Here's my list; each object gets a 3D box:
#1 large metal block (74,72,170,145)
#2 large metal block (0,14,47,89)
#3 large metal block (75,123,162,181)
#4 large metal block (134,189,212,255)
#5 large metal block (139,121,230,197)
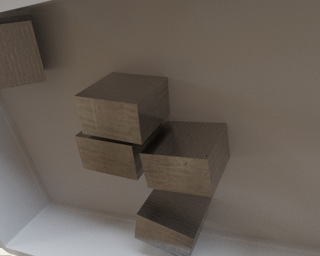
[{"bbox_3d":[-0.042,-0.028,0.376,0.080,0.080,0.050,9,122,23],"label":"large metal block"},{"bbox_3d":[-0.203,-0.099,0.408,0.050,0.081,0.079,-131,32,-53],"label":"large metal block"},{"bbox_3d":[-0.049,0.018,0.408,0.080,0.080,0.050,8,122,23],"label":"large metal block"},{"bbox_3d":[0.020,0.127,0.440,0.080,0.080,0.050,19,126,17],"label":"large metal block"},{"bbox_3d":[0.033,0.033,0.375,0.080,0.080,0.050,3,120,26],"label":"large metal block"}]
